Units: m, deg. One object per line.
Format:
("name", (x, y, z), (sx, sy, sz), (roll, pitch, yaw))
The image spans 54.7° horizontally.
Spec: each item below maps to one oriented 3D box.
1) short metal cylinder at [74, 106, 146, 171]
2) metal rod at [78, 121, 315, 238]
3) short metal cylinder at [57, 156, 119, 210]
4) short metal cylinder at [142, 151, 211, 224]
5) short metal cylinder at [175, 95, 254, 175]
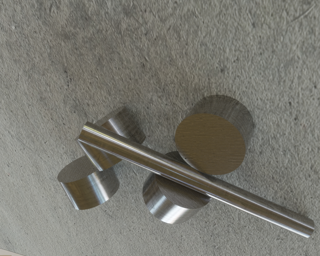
("short metal cylinder", (-0.066, 0.013, 0.414), (0.080, 0.080, 0.050), (-25, 105, 37))
("metal rod", (0.048, 0.064, 0.372), (0.301, 0.025, 0.025), (24, 129, -6))
("short metal cylinder", (-0.109, 0.080, 0.478), (0.080, 0.080, 0.050), (-7, 115, 31))
("short metal cylinder", (0.023, 0.077, 0.402), (0.080, 0.080, 0.050), (35, 137, 4))
("short metal cylinder", (0.064, 0.008, 0.362), (0.080, 0.050, 0.079), (13, 124, 21))
